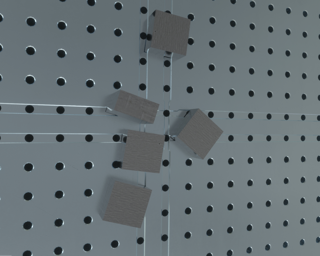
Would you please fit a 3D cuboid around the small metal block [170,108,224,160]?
[{"bbox_3d":[0.052,0.008,0.433,0.050,0.025,0.050,42,77,-16],"label":"small metal block"}]

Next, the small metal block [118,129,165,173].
[{"bbox_3d":[-0.024,0.030,0.405,0.050,0.025,0.050,10,87,-20],"label":"small metal block"}]

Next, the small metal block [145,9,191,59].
[{"bbox_3d":[0.010,-0.125,0.417,0.050,0.025,0.050,8,87,-20],"label":"small metal block"}]

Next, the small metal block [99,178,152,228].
[{"bbox_3d":[-0.044,0.096,0.397,0.050,0.025,0.050,19,84,-20],"label":"small metal block"}]

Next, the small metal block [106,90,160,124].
[{"bbox_3d":[-0.035,-0.025,0.387,0.050,0.050,0.025,19,84,-19],"label":"small metal block"}]
